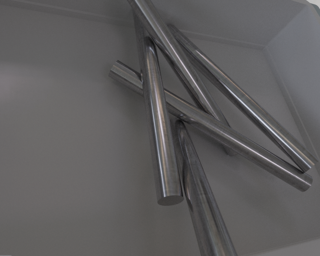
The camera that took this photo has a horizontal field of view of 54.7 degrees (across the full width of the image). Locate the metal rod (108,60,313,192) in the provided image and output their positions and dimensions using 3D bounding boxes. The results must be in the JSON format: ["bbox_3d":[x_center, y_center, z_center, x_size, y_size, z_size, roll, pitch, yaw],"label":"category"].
[{"bbox_3d":[0.069,-0.001,0.411,0.301,0.025,0.025,31,52,-3],"label":"metal rod"}]

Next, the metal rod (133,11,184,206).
[{"bbox_3d":[-0.009,-0.053,0.375,0.025,0.025,0.299,9,51,-24],"label":"metal rod"}]

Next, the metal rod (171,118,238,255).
[{"bbox_3d":[0.036,0.060,0.287,0.025,0.025,0.300,22,21,-15],"label":"metal rod"}]

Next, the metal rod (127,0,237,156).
[{"bbox_3d":[0.026,-0.086,0.412,0.299,0.025,0.025,55,50,-13],"label":"metal rod"}]

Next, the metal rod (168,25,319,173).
[{"bbox_3d":[0.107,-0.055,0.460,0.025,0.025,0.300,-25,64,-37],"label":"metal rod"}]
